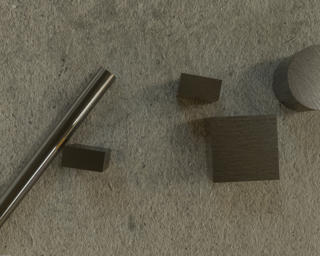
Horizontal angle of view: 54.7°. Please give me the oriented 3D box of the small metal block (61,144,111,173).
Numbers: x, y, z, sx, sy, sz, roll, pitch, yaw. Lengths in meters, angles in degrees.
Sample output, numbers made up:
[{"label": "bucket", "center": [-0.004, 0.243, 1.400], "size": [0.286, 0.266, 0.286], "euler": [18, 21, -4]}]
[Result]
[{"label": "small metal block", "center": [-0.093, 0.037, 0.396], "size": [0.050, 0.050, 0.025], "euler": [9, 90, -1]}]

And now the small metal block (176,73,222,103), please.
[{"label": "small metal block", "center": [0.048, -0.050, 0.398], "size": [0.050, 0.050, 0.025], "euler": [10, 90, -1]}]

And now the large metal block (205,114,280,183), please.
[{"label": "large metal block", "center": [0.103, 0.025, 0.399], "size": [0.081, 0.050, 0.079], "euler": [-3, 90, -1]}]

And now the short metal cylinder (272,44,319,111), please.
[{"label": "short metal cylinder", "center": [0.195, -0.062, 0.400], "size": [0.081, 0.050, 0.079], "euler": [0, 90, -1]}]

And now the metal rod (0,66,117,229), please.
[{"label": "metal rod", "center": [-0.159, 0.045, 0.407], "size": [0.025, 0.025, 0.300], "euler": [38, 90, -1]}]
